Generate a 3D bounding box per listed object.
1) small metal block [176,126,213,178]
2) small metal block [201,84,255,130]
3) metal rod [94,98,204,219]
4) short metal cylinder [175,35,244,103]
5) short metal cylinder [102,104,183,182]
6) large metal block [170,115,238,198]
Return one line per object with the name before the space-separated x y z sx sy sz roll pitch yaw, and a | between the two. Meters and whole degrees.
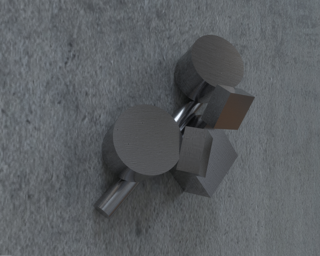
small metal block | 0.042 0.029 0.363 0.050 0.025 0.050 40 62 -69
small metal block | 0.088 -0.026 0.401 0.050 0.025 0.050 3 119 -40
metal rod | 0.021 -0.003 0.425 0.301 0.025 0.025 -49 119 -29
short metal cylinder | 0.068 -0.081 0.430 0.081 0.050 0.080 8 69 -21
short metal cylinder | -0.021 0.019 0.356 0.081 0.050 0.080 8 69 -21
large metal block | 0.055 0.037 0.436 0.080 0.050 0.080 -49 119 -29
